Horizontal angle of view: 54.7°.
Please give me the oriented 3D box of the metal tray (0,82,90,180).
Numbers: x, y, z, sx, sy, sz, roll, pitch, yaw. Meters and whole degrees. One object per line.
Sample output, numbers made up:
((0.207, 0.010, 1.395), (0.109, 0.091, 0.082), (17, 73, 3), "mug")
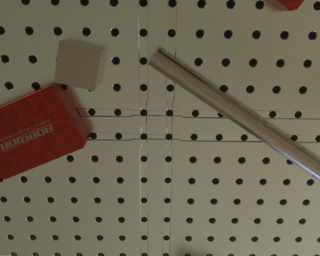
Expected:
((-0.172, 0.004, 0.411), (0.130, 0.030, 0.090), (-22, 109, 7), "metal tray")

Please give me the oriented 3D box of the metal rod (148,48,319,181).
((0.117, -0.009, 0.410), (0.301, 0.025, 0.025), (32, 107, -12), "metal rod")

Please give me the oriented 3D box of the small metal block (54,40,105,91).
((-0.099, -0.078, 0.384), (0.050, 0.025, 0.050), (13, 110, -5), "small metal block")

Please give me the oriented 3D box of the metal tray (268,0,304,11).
((0.123, -0.203, 0.337), (0.130, 0.030, 0.090), (32, 107, -12), "metal tray")
